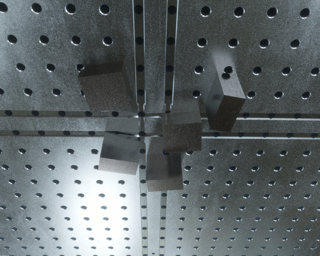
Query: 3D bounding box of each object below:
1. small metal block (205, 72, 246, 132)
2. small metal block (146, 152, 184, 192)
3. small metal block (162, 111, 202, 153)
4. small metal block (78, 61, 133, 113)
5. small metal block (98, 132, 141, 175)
[{"bbox_3d":[0.076,-0.031,0.370,0.025,0.050,0.050,9,130,-8],"label":"small metal block"},{"bbox_3d":[0.007,0.063,0.449,0.050,0.050,0.025,-5,130,3],"label":"small metal block"},{"bbox_3d":[0.029,0.006,0.417,0.050,0.025,0.050,-4,130,2],"label":"small metal block"},{"bbox_3d":[-0.063,-0.049,0.369,0.050,0.025,0.050,-7,130,5],"label":"small metal block"},{"bbox_3d":[-0.055,0.034,0.424,0.050,0.050,0.025,9,129,-8],"label":"small metal block"}]
